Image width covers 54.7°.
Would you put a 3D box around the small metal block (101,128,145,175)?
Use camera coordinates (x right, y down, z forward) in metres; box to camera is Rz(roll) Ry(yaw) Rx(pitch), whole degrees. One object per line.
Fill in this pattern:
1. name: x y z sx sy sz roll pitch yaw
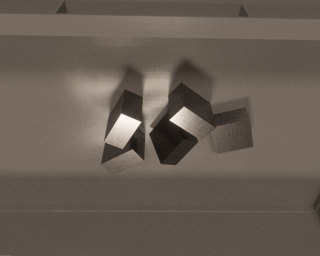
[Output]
1. small metal block: -0.048 0.028 0.416 0.050 0.050 0.025 -26 126 20

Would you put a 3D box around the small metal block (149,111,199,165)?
1. small metal block: 0.016 0.013 0.400 0.025 0.050 0.050 10 133 -37

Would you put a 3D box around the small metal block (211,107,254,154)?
1. small metal block: 0.095 0.004 0.415 0.050 0.025 0.050 -13 129 10

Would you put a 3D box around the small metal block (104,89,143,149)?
1. small metal block: -0.045 -0.011 0.383 0.025 0.050 0.050 23 126 -19

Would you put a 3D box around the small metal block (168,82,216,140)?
1. small metal block: 0.038 -0.021 0.376 0.050 0.050 0.025 32 123 -24
